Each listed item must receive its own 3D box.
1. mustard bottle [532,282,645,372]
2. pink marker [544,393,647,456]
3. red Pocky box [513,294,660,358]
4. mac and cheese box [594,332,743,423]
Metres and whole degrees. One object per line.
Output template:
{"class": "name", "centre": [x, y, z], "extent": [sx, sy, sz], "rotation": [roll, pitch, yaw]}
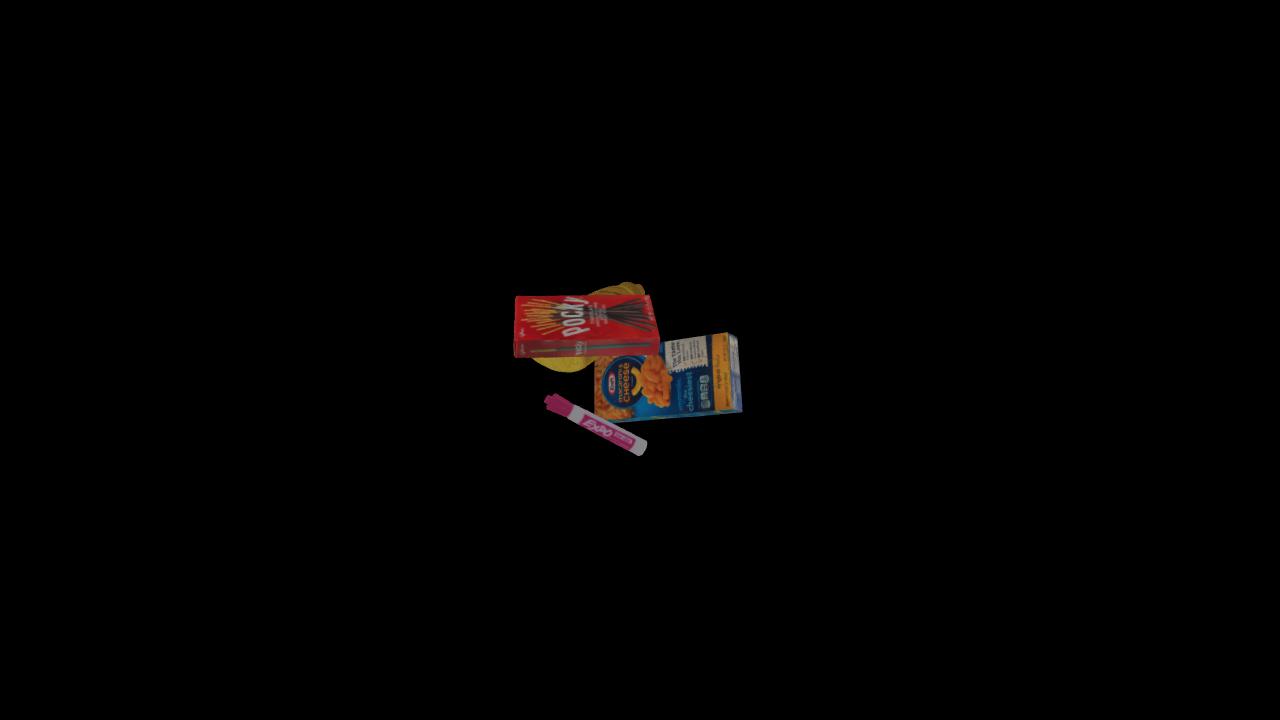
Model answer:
{"class": "mustard bottle", "centre": [-0.050, -0.051, 0.754], "extent": [0.092, 0.054, 0.184], "rotation": [6, 31, 35]}
{"class": "pink marker", "centre": [-0.046, 0.067, 0.647], "extent": [0.121, 0.020, 0.020], "rotation": [30, -11, -19]}
{"class": "red Pocky box", "centre": [-0.059, -0.038, 0.670], "extent": [0.155, 0.028, 0.083], "rotation": [-2, 42, -9]}
{"class": "mac and cheese box", "centre": [0.030, 0.025, 0.748], "extent": [0.184, 0.093, 0.041], "rotation": [-8, -13, 28]}
